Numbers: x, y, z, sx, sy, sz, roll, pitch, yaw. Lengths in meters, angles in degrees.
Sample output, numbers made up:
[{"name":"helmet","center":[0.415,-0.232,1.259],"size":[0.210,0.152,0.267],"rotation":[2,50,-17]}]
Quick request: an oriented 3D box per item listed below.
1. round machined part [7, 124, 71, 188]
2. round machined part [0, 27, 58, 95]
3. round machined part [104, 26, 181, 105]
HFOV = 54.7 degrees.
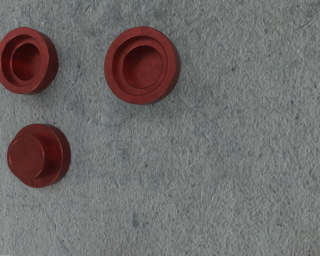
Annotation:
[{"name":"round machined part","center":[-0.188,0.042,0.467],"size":[0.098,0.042,0.097],"rotation":[0,90,20]},{"name":"round machined part","center":[-0.195,-0.098,0.469],"size":[0.098,0.042,0.097],"rotation":[0,90,20]},{"name":"round machined part","center":[-0.020,-0.078,0.407],"size":[0.098,0.042,0.097],"rotation":[0,90,20]}]
